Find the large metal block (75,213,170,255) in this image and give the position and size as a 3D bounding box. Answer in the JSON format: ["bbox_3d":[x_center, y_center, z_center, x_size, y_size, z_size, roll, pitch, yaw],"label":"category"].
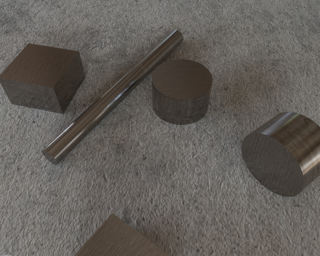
[{"bbox_3d":[-0.036,0.138,0.271,0.080,0.050,0.080,30,56,22],"label":"large metal block"}]

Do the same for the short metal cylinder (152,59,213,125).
[{"bbox_3d":[0.029,-0.051,0.430,0.081,0.050,0.080,0,50,0],"label":"short metal cylinder"}]

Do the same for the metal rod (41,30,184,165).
[{"bbox_3d":[-0.051,-0.061,0.454,0.025,0.025,0.301,26,55,20],"label":"metal rod"}]

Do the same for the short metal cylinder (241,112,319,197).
[{"bbox_3d":[0.139,0.029,0.345,0.050,0.080,0.080,-31,57,-23],"label":"short metal cylinder"}]

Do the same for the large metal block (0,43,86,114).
[{"bbox_3d":[-0.166,-0.073,0.447,0.080,0.050,0.080,11,51,9],"label":"large metal block"}]
